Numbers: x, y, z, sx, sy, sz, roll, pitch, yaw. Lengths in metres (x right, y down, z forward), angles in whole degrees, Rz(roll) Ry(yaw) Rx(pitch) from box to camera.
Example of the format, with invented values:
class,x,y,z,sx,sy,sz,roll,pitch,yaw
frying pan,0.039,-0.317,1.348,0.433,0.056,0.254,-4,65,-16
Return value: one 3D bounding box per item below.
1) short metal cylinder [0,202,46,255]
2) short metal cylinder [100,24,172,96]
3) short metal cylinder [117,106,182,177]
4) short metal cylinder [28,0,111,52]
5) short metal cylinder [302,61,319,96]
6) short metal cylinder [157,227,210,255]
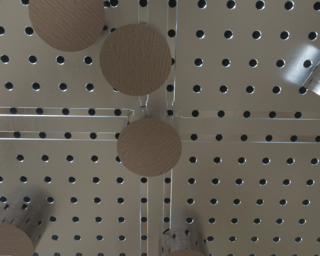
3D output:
class,x,y,z,sx,sy,sz,roll,pitch,yaw
short metal cylinder,-0.218,0.157,0.456,0.081,0.050,0.079,0,110,0
short metal cylinder,-0.027,-0.083,0.369,0.081,0.050,0.079,0,110,0
short metal cylinder,-0.013,0.017,0.406,0.081,0.050,0.079,0,110,0
short metal cylinder,-0.099,-0.130,0.351,0.081,0.050,0.079,0,110,0
short metal cylinder,0.220,-0.051,0.367,0.080,0.080,0.050,27,108,-10
short metal cylinder,0.036,0.200,0.474,0.081,0.050,0.079,0,110,0
